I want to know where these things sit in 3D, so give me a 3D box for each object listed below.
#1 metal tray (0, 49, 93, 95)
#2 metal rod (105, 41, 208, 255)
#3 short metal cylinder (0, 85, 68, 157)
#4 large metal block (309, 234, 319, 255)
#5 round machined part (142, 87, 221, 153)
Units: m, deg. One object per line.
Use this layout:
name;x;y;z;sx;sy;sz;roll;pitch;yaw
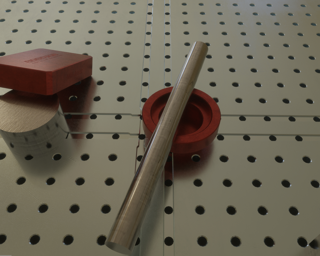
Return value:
metal tray;-0.162;-0.083;0.435;0.090;0.030;0.130;10;23;8
metal rod;0.011;-0.006;0.358;0.025;0.025;0.300;14;51;11
short metal cylinder;-0.164;-0.010;0.397;0.081;0.050;0.080;0;50;0
large metal block;0.189;0.141;0.276;0.080;0.050;0.080;7;50;6
round machined part;0.027;-0.006;0.402;0.099;0.042;0.098;0;50;0
